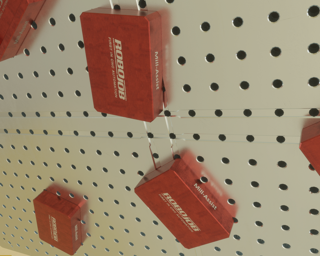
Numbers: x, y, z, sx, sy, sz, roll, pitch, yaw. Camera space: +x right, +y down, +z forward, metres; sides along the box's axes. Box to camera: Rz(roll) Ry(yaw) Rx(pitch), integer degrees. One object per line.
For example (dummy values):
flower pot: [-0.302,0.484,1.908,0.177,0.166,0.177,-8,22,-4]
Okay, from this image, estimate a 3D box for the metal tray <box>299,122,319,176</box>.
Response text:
metal tray: [0.220,0.018,0.303,0.130,0.030,0.090,-32,101,38]

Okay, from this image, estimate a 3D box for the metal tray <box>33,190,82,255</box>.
metal tray: [-0.211,0.198,0.643,0.090,0.030,0.129,20,126,16]

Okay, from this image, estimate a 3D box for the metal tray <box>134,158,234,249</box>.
metal tray: [0.035,0.116,0.462,0.130,0.030,0.090,49,129,-7]

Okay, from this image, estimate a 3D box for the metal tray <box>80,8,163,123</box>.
metal tray: [-0.044,-0.077,0.385,0.090,0.030,0.129,12,124,22]

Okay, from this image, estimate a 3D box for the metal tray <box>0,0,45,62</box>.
metal tray: [-0.222,-0.165,0.424,0.090,0.030,0.129,48,129,-6]
